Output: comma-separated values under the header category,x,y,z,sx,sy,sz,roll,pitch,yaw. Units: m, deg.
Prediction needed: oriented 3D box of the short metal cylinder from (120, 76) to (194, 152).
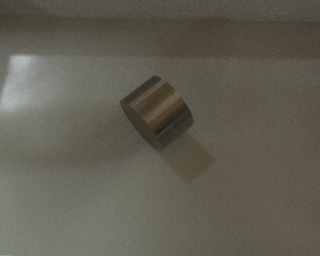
category,x,y,z,sx,sy,sz,roll,pitch,yaw
short metal cylinder,-0.004,-0.017,0.384,0.050,0.080,0.080,-40,75,-13
